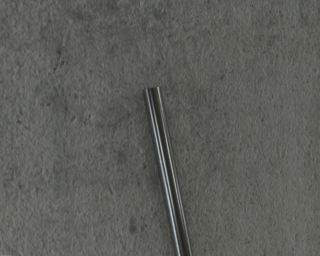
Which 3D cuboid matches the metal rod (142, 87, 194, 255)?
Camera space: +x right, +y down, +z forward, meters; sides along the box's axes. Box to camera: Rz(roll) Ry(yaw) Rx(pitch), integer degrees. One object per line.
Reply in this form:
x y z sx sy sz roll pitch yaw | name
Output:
0.017 0.094 0.416 0.025 0.025 0.298 -13 94 -20 | metal rod
